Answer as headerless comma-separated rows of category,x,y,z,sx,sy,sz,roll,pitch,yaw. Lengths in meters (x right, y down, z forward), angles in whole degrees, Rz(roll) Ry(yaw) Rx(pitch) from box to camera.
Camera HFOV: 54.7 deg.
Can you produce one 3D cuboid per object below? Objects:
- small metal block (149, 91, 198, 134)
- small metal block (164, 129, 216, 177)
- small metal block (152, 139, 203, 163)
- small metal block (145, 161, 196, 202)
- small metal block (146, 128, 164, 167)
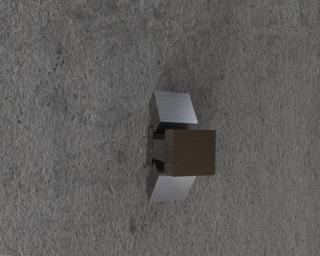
small metal block,0.016,-0.020,0.405,0.050,0.025,0.050,3,53,-20
small metal block,0.033,0.027,0.344,0.050,0.025,0.050,1,90,-21
small metal block,0.023,0.027,0.379,0.050,0.050,0.025,3,89,-20
small metal block,0.013,0.069,0.403,0.050,0.025,0.050,2,130,-20
small metal block,0.010,0.026,0.416,0.050,0.025,0.050,3,89,-21
